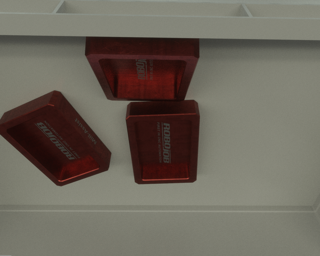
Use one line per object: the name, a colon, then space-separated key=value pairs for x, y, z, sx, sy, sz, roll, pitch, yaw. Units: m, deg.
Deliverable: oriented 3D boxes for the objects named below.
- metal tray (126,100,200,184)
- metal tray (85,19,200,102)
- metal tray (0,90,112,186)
metal tray: x=0.006 y=0.024 z=0.425 sx=0.091 sy=0.030 sz=0.129 roll=-2 pitch=130 yaw=1
metal tray: x=-0.015 y=-0.059 z=0.306 sx=0.091 sy=0.030 sz=0.130 roll=1 pitch=169 yaw=-1
metal tray: x=-0.138 y=0.020 z=0.420 sx=0.090 sy=0.030 sz=0.130 roll=-21 pitch=128 yaw=16
